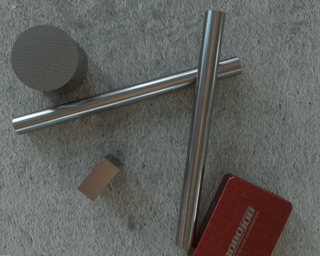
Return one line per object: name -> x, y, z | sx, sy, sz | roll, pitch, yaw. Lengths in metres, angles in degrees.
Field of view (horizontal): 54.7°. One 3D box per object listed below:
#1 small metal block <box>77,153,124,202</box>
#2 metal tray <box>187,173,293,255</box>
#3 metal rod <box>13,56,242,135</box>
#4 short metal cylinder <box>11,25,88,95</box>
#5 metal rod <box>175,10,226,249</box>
small metal block -> -0.074, 0.061, 0.397 | 0.025, 0.050, 0.050 | 40, 90, -1
metal tray -> 0.104, 0.137, 0.409 | 0.090, 0.030, 0.129 | 25, 90, -1
metal rod -> -0.042, -0.043, 0.409 | 0.302, 0.025, 0.025 | -15, 90, -1
short metal cylinder -> -0.138, -0.084, 0.396 | 0.081, 0.050, 0.079 | 0, 90, -1
metal rod -> 0.050, 0.008, 0.393 | 0.025, 0.025, 0.298 | 7, 97, -1
